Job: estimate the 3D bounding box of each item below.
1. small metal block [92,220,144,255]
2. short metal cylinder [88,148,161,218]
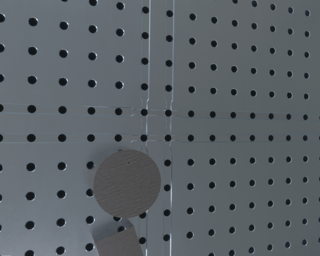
[{"bbox_3d":[-0.052,0.154,0.394,0.050,0.025,0.050,-19,97,-19],"label":"small metal block"},{"bbox_3d":[-0.045,0.065,0.383,0.081,0.050,0.079,0,90,-20],"label":"short metal cylinder"}]
